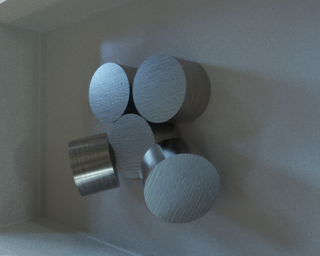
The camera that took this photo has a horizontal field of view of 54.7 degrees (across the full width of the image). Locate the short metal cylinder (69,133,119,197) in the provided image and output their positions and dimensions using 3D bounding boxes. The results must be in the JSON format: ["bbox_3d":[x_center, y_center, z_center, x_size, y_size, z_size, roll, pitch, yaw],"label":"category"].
[{"bbox_3d":[-0.091,0.050,0.434,0.050,0.080,0.080,-14,78,-6],"label":"short metal cylinder"}]

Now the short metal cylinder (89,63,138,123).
[{"bbox_3d":[-0.053,-0.046,0.428,0.080,0.050,0.079,0,90,39],"label":"short metal cylinder"}]

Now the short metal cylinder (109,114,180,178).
[{"bbox_3d":[-0.020,0.022,0.401,0.080,0.050,0.079,0,90,39],"label":"short metal cylinder"}]

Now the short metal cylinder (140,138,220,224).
[{"bbox_3d":[0.020,0.057,0.343,0.050,0.081,0.079,-120,44,-72],"label":"short metal cylinder"}]

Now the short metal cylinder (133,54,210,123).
[{"bbox_3d":[0.013,-0.046,0.376,0.080,0.050,0.079,0,90,39],"label":"short metal cylinder"}]
